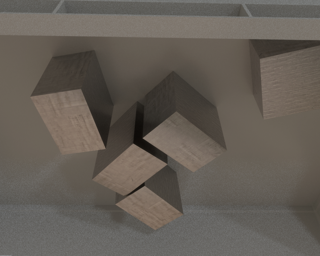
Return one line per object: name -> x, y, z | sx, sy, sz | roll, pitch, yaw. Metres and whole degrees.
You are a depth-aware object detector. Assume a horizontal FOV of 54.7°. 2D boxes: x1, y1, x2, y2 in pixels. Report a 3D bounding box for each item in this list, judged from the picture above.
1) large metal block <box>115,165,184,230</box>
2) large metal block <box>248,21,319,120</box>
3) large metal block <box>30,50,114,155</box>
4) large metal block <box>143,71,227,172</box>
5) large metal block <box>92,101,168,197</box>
large metal block -> -0.016, 0.084, 0.442 | 0.050, 0.080, 0.080 | -35, 123, 20
large metal block -> 0.147, -0.063, 0.342 | 0.080, 0.050, 0.080 | -12, 130, 9
large metal block -> -0.091, -0.029, 0.347 | 0.050, 0.080, 0.080 | -8, 130, 6
large metal block -> 0.028, -0.008, 0.367 | 0.080, 0.080, 0.050 | 36, 121, -27
large metal block -> -0.037, 0.026, 0.395 | 0.050, 0.080, 0.080 | 34, 122, -26
